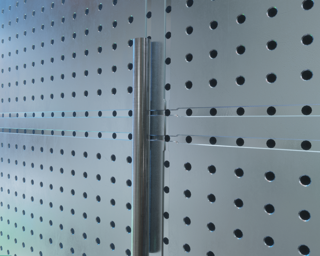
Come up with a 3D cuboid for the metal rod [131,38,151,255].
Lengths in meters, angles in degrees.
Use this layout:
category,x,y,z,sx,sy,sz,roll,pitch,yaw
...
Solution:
category,x,y,z,sx,sy,sz,roll,pitch,yaw
metal rod,-0.026,0.028,0.428,0.025,0.025,0.298,1,91,39
